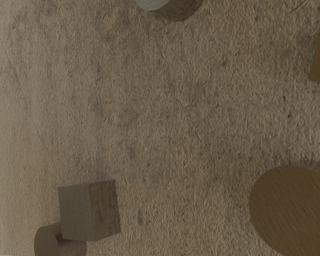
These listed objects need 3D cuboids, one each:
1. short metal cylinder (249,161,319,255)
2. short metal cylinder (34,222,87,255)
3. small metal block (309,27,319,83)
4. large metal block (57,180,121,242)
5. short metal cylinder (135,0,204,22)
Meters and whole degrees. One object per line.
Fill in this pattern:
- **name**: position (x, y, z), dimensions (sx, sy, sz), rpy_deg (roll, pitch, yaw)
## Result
- **short metal cylinder**: position (0.130, 0.071, 0.282), dimensions (0.080, 0.050, 0.079), rpy_deg (0, 90, 40)
- **short metal cylinder**: position (-0.171, 0.203, 0.530), dimensions (0.080, 0.050, 0.079), rpy_deg (0, 90, 40)
- **small metal block**: position (0.165, -0.062, 0.269), dimensions (0.050, 0.025, 0.050), rpy_deg (14, 99, 39)
- **large metal block**: position (-0.111, 0.126, 0.480), dimensions (0.080, 0.050, 0.080), rpy_deg (-13, 82, 39)
- **short metal cylinder**: position (0.012, -0.177, 0.379), dimensions (0.080, 0.050, 0.079), rpy_deg (0, 90, 40)
